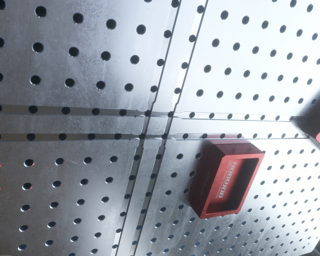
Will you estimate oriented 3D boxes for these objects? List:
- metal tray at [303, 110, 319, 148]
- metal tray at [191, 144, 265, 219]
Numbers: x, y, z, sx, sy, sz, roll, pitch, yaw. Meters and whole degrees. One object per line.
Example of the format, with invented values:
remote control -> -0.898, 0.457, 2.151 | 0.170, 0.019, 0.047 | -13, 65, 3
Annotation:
metal tray -> 0.337, 0.003, 0.592 | 0.130, 0.030, 0.090 | 32, 101, -38
metal tray -> 0.113, 0.090, 0.524 | 0.091, 0.030, 0.129 | 0, 118, -29
